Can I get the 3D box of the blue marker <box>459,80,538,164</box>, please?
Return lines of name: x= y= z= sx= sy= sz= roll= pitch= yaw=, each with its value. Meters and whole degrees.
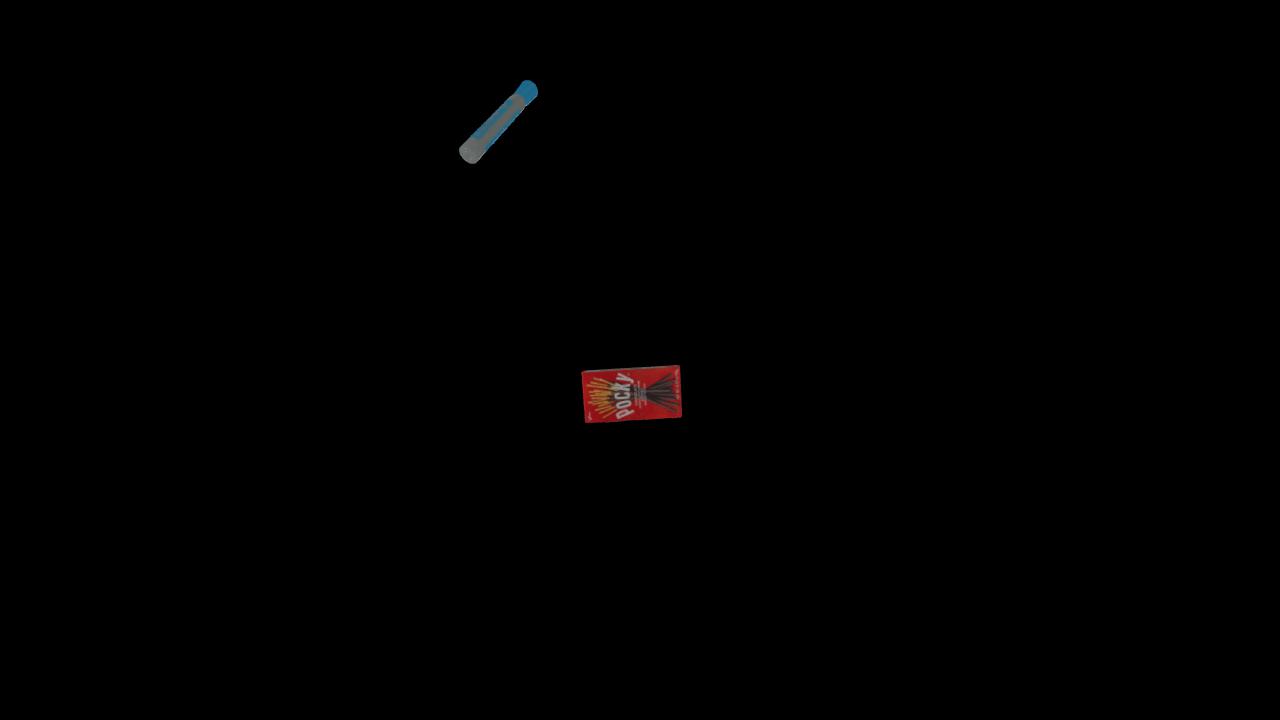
blue marker: x=-0.130 y=-0.228 z=0.582 sx=0.020 sy=0.121 sz=0.020 roll=19 pitch=-33 yaw=13

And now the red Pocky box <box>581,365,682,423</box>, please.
red Pocky box: x=-0.012 y=0.053 z=0.961 sx=0.155 sy=0.083 sz=0.028 roll=-4 pitch=9 yaw=1
